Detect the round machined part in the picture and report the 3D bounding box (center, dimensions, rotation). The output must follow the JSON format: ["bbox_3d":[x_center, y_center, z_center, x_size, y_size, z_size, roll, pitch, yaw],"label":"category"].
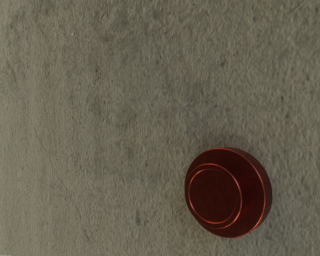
[{"bbox_3d":[0.066,0.071,0.338,0.098,0.042,0.097,0,90,39],"label":"round machined part"}]
